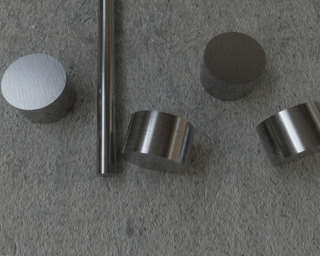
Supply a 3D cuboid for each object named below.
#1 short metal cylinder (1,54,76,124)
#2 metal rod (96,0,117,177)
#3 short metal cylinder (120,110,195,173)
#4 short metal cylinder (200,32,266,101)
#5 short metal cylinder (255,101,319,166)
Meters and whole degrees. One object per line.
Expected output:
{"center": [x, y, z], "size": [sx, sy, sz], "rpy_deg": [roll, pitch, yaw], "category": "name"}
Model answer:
{"center": [-0.158, -0.051, 0.412], "size": [0.081, 0.050, 0.080], "rpy_deg": [0, 70, 0], "category": "short metal cylinder"}
{"center": [-0.076, -0.081, 0.437], "size": [0.025, 0.025, 0.299], "rpy_deg": [-3, 70, -1], "category": "metal rod"}
{"center": [-0.002, 0.019, 0.372], "size": [0.080, 0.080, 0.050], "rpy_deg": [12, 71, 4], "category": "short metal cylinder"}
{"center": [0.098, -0.084, 0.426], "size": [0.081, 0.050, 0.080], "rpy_deg": [0, 70, 0], "category": "short metal cylinder"}
{"center": [0.165, 0.009, 0.377], "size": [0.081, 0.080, 0.050], "rpy_deg": [-16, 71, -6], "category": "short metal cylinder"}
